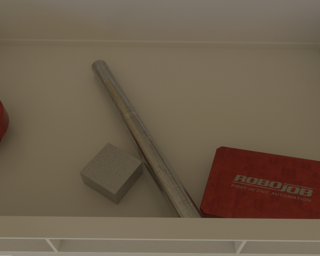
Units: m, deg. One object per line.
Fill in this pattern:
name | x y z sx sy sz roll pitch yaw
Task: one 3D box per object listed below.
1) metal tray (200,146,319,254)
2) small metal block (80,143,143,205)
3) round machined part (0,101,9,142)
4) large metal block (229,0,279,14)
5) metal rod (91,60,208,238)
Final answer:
metal tray | 0.117 0.071 0.329 0.130 0.030 0.090 8 49 20
small metal block | -0.055 0.052 0.361 0.050 0.025 0.050 27 55 20
round machined part | -0.241 0.002 0.389 0.099 0.042 0.098 1 50 -1
large metal block | 0.188 -0.279 0.628 0.081 0.050 0.080 -7 51 -7
metal rod | -0.030 0.001 0.389 0.025 0.025 0.300 -20 49 -16
